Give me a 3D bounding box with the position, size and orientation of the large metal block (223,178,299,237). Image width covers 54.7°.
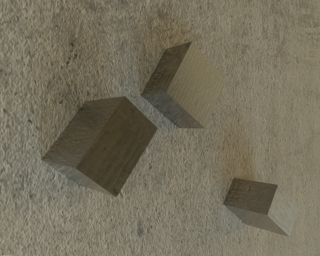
[{"bbox_3d":[0.165,0.129,0.508,0.080,0.080,0.050,43,64,-32],"label":"large metal block"}]

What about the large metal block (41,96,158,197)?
[{"bbox_3d":[-0.062,0.017,0.317,0.050,0.080,0.080,45,63,-31],"label":"large metal block"}]

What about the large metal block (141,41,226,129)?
[{"bbox_3d":[0.034,-0.054,0.416,0.080,0.050,0.080,40,66,-33],"label":"large metal block"}]
